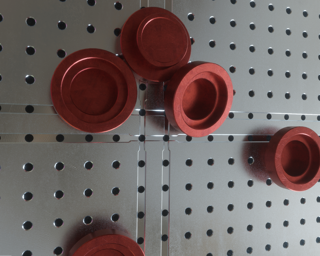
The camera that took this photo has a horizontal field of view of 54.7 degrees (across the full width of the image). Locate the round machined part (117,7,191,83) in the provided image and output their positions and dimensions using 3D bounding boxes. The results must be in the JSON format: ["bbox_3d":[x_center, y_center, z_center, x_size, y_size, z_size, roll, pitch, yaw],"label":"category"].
[{"bbox_3d":[-0.003,-0.109,0.403,0.099,0.042,0.097,0,90,-20],"label":"round machined part"}]

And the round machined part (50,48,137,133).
[{"bbox_3d":[-0.081,-0.043,0.374,0.099,0.042,0.097,0,90,-21],"label":"round machined part"}]

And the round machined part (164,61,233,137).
[{"bbox_3d":[0.047,-0.040,0.411,0.099,0.042,0.097,-11,112,-30],"label":"round machined part"}]

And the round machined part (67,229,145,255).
[{"bbox_3d":[-0.069,0.172,0.379,0.099,0.042,0.097,0,90,-21],"label":"round machined part"}]

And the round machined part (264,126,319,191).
[{"bbox_3d":[0.203,0.046,0.481,0.099,0.042,0.097,0,90,-21],"label":"round machined part"}]
